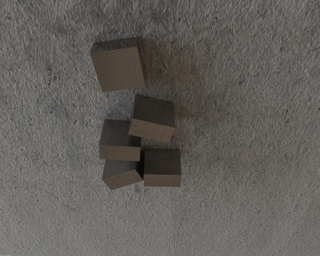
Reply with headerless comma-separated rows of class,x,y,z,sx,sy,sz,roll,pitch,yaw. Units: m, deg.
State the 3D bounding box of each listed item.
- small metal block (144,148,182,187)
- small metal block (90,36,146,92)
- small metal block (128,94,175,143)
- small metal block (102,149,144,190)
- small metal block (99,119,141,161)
small metal block,0.003,0.055,0.438,0.050,0.050,0.025,1,130,-1
small metal block,-0.045,-0.070,0.347,0.050,0.025,0.050,-6,130,5
small metal block,-0.010,-0.012,0.380,0.050,0.050,0.025,13,129,-11
small metal block,-0.050,0.054,0.436,0.050,0.050,0.025,-19,128,15
small metal block,-0.050,0.015,0.403,0.050,0.050,0.025,4,130,-4
